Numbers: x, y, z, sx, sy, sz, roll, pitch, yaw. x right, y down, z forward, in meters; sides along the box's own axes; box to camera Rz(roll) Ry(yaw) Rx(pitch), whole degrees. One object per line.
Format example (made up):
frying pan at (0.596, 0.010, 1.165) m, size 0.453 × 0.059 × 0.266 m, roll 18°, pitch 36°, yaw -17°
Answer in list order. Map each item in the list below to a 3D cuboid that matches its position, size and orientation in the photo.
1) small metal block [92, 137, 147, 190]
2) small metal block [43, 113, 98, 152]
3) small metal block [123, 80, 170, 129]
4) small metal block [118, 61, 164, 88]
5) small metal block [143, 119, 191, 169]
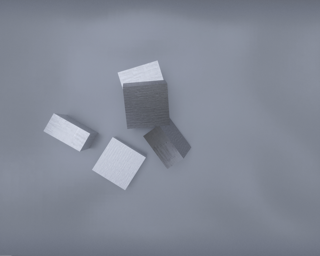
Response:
small metal block at (-0.053, 0.046, 0.411) m, size 0.050 × 0.025 × 0.050 m, roll 32°, pitch 90°, yaw 0°
small metal block at (-0.112, 0.005, 0.398) m, size 0.050 × 0.050 × 0.025 m, roll 30°, pitch 90°, yaw 0°
small metal block at (-0.016, -0.028, 0.368) m, size 0.050 × 0.025 × 0.050 m, roll -5°, pitch 108°, yaw -4°
small metal block at (-0.023, -0.062, 0.398) m, size 0.050 × 0.050 × 0.025 m, roll -17°, pitch 90°, yaw 0°
small metal block at (0.011, 0.018, 0.396) m, size 0.025 × 0.050 × 0.050 m, roll -36°, pitch 91°, yaw 21°
